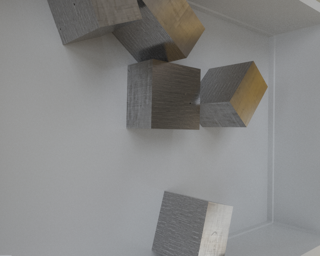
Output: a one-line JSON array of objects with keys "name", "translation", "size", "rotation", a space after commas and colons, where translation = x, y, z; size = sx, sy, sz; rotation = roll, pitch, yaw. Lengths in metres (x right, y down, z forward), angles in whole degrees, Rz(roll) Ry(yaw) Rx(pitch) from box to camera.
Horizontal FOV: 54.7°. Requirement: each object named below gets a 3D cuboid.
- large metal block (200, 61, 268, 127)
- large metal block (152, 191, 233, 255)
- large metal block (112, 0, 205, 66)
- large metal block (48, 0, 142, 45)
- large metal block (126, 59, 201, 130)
[{"name": "large metal block", "translation": [0.098, -0.047, 0.455], "size": [0.050, 0.080, 0.080], "rotation": [50, 61, -29]}, {"name": "large metal block", "translation": [0.042, 0.133, 0.408], "size": [0.050, 0.080, 0.080], "rotation": [21, 77, -39]}, {"name": "large metal block", "translation": [-0.008, -0.122, 0.365], "size": [0.080, 0.080, 0.050], "rotation": [46, 62, -31]}, {"name": "large metal block", "translation": [-0.072, -0.136, 0.311], "size": [0.050, 0.080, 0.080], "rotation": [-27, 107, -37]}, {"name": "large metal block", "translation": [0.005, -0.038, 0.397], "size": [0.081, 0.050, 0.079], "rotation": [2, 89, -40]}]
